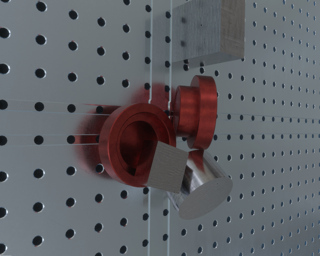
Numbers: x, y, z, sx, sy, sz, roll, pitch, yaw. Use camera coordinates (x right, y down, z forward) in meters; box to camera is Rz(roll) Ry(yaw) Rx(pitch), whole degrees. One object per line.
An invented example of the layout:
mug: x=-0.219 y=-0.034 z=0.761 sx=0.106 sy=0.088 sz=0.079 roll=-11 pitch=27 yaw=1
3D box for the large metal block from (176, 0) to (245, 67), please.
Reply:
large metal block: x=0.069 y=-0.134 z=0.430 sx=0.050 sy=0.080 sz=0.080 roll=2 pitch=89 yaw=-40

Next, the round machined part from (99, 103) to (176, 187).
round machined part: x=-0.030 y=0.019 z=0.373 sx=0.099 sy=0.042 sz=0.097 roll=0 pitch=90 yaw=-40

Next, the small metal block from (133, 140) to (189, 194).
small metal block: x=0.002 y=0.045 z=0.356 sx=0.050 sy=0.025 sz=0.050 roll=24 pitch=75 yaw=-38

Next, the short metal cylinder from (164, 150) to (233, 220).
short metal cylinder: x=0.047 y=0.075 z=0.407 sx=0.081 sy=0.050 sz=0.080 roll=-19 pitch=138 yaw=-19

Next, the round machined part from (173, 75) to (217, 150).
round machined part: x=0.042 y=-0.021 z=0.409 sx=0.042 sy=0.098 sz=0.097 roll=4 pitch=87 yaw=-5
